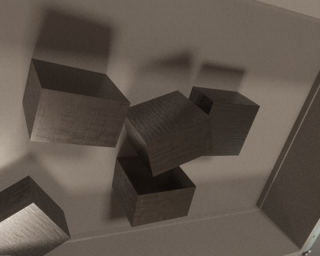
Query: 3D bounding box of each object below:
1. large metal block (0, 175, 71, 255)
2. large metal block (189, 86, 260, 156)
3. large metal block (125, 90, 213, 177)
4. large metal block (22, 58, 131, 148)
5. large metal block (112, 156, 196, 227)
[{"bbox_3d":[-0.169,0.118,0.374,0.080,0.050,0.080,-31,129,-8],"label":"large metal block"},{"bbox_3d":[0.079,-0.008,0.433,0.081,0.050,0.079,2,117,-30],"label":"large metal block"},{"bbox_3d":[0.008,0.003,0.381,0.081,0.080,0.050,-21,127,-16],"label":"large metal block"},{"bbox_3d":[-0.087,-0.025,0.311,0.081,0.080,0.050,7,115,-32],"label":"large metal block"},{"bbox_3d":[-0.011,0.079,0.417,0.081,0.080,0.050,-3,120,-28],"label":"large metal block"}]
